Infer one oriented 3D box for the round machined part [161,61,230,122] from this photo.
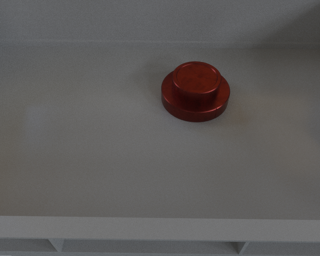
[{"bbox_3d":[0.051,-0.058,0.443,0.099,0.042,0.098,0,50,0],"label":"round machined part"}]
